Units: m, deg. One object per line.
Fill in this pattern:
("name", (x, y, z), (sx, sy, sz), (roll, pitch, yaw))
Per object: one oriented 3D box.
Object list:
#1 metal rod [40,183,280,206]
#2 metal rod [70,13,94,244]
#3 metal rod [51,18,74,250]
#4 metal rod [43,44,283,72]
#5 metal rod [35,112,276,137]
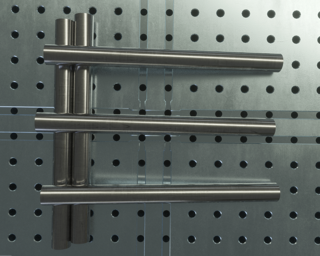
("metal rod", (0.006, 0.085, 0.399), (0.302, 0.025, 0.025), (1, 90, -7))
("metal rod", (-0.103, 0.001, 0.411), (0.025, 0.025, 0.298), (1, 90, -1))
("metal rod", (-0.128, 0.008, 0.411), (0.025, 0.025, 0.298), (1, 90, -1))
("metal rod", (0.010, -0.089, 0.399), (0.302, 0.025, 0.025), (1, 90, -7))
("metal rod", (0.000, -0.004, 0.398), (0.302, 0.025, 0.025), (1, 90, -7))
